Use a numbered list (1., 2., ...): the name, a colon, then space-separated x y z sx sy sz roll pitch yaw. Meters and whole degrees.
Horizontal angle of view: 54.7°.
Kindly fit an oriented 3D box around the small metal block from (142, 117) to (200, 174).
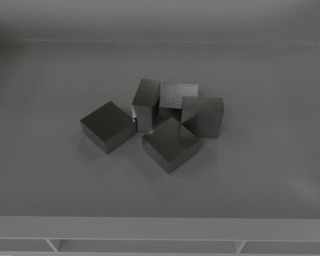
1. small metal block: 0.013 0.021 0.385 0.050 0.025 0.050 -33 58 -25

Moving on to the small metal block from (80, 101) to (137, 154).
1. small metal block: -0.067 -0.002 0.403 0.050 0.025 0.050 38 59 27

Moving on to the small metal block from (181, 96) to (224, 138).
1. small metal block: 0.052 -0.013 0.398 0.050 0.050 0.025 2 50 1

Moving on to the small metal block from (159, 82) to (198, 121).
1. small metal block: 0.026 -0.037 0.434 0.050 0.025 0.050 5 50 4

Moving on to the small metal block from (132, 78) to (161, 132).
1. small metal block: -0.017 -0.029 0.410 0.025 0.050 0.050 10 51 8
